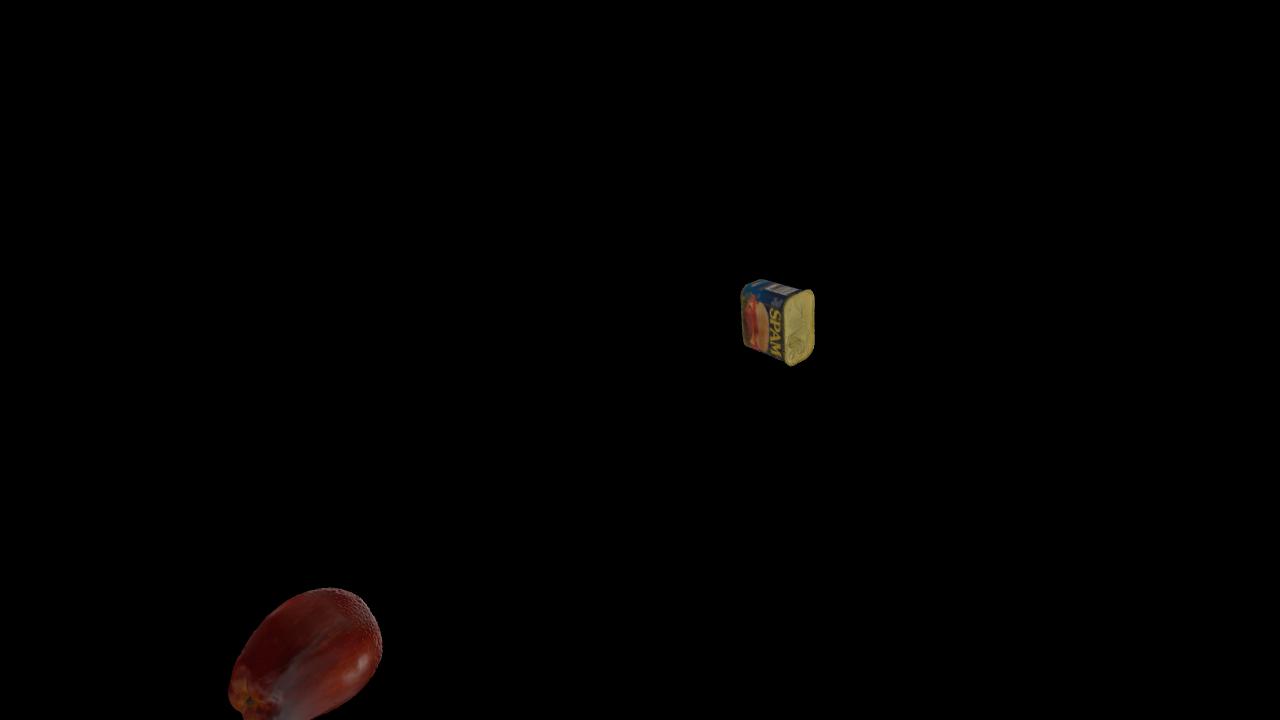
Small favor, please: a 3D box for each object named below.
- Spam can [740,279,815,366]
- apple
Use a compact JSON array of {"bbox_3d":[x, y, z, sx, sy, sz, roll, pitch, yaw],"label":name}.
[{"bbox_3d":[0.185,-0.054,0.835,0.058,0.101,0.085,-23,31,-28],"label":"Spam can"},{"bbox_3d":[-0.219,0.196,0.409,0.079,0.079,0.093,0,10,26],"label":"apple"}]
